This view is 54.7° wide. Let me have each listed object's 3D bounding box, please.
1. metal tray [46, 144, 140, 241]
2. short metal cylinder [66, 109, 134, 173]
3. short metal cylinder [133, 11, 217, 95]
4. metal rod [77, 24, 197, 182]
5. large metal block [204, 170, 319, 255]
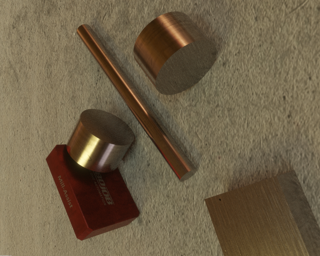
[{"bbox_3d":[-0.095,0.083,0.441,0.030,0.091,0.130,-45,63,31],"label":"metal tray"},{"bbox_3d":[-0.084,0.017,0.439,0.080,0.081,0.050,47,118,30],"label":"short metal cylinder"},{"bbox_3d":[0.017,-0.084,0.355,0.080,0.081,0.050,-49,61,29],"label":"short metal cylinder"},{"bbox_3d":[-0.045,-0.051,0.442,0.025,0.025,0.300,-51,60,28],"label":"metal rod"},{"bbox_3d":[0.102,0.094,0.304,0.080,0.050,0.080,-29,72,36],"label":"large metal block"}]
